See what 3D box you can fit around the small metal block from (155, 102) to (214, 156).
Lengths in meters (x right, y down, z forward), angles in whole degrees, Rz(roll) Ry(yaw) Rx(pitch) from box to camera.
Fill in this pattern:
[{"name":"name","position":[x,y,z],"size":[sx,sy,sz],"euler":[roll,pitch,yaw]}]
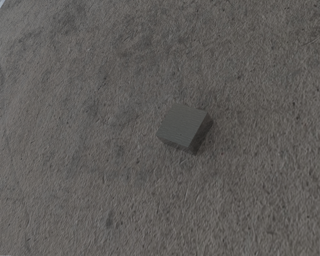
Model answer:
[{"name":"small metal block","position":[0.031,0.001,0.388],"size":[0.050,0.025,0.050],"euler":[20,72,35]}]
